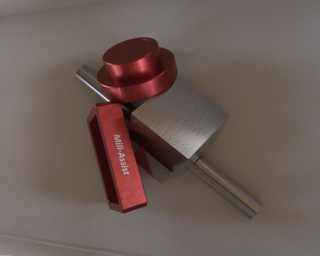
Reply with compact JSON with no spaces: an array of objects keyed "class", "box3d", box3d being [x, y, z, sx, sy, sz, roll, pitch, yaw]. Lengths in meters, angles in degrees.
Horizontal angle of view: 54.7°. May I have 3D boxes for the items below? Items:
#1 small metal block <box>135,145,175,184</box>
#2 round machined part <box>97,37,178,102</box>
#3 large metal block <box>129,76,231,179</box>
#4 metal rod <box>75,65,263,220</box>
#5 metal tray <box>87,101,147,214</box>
[{"class":"small metal block","box3d":[-0.002,0.042,0.395,0.050,0.050,0.025,40,103,15]},{"class":"round machined part","box3d":[-0.031,-0.077,0.378,0.098,0.098,0.042,-2,130,19]},{"class":"large metal block","box3d":[0.021,-0.002,0.366,0.080,0.050,0.080,39,59,15]},{"class":"metal rod","box3d":[0.001,0.010,0.408,0.300,0.025,0.025,38,102,15]},{"class":"metal tray","box3d":[-0.059,0.038,0.396,0.030,0.090,0.129,-13,84,-22]}]
